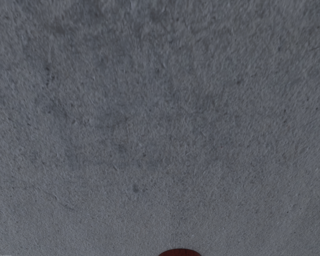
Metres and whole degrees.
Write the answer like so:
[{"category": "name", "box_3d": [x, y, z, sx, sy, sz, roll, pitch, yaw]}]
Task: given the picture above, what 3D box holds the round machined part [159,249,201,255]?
[{"category": "round machined part", "box_3d": [0.042, 0.298, 0.650, 0.099, 0.042, 0.097, -1, 130, 0]}]
